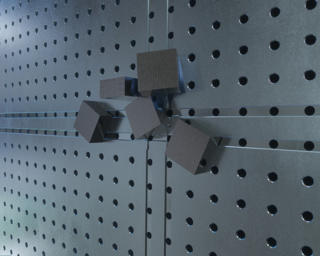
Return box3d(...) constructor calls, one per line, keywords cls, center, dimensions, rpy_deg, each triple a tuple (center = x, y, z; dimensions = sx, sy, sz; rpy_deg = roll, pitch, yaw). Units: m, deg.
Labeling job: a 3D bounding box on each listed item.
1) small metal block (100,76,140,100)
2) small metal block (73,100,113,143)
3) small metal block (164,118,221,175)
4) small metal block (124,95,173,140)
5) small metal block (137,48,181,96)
box3d(cls="small metal block", center=(-0.048, -0.054, 0.434), dimensions=(0.050, 0.050, 0.025), rpy_deg=(-1, 89, 40))
box3d(cls="small metal block", center=(-0.109, -0.010, 0.501), dimensions=(0.050, 0.025, 0.050), rpy_deg=(38, 113, 33))
box3d(cls="small metal block", center=(0.039, 0.021, 0.378), dimensions=(0.050, 0.025, 0.050), rpy_deg=(32, 110, 35))
box3d(cls="small metal block", center=(-0.017, -0.017, 0.424), dimensions=(0.050, 0.025, 0.050), rpy_deg=(-32, 70, 35))
box3d(cls="small metal block", center=(-0.001, -0.070, 0.394), dimensions=(0.050, 0.025, 0.050), rpy_deg=(-5, 80, 10))
